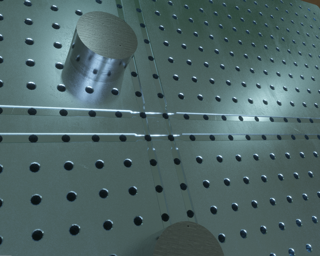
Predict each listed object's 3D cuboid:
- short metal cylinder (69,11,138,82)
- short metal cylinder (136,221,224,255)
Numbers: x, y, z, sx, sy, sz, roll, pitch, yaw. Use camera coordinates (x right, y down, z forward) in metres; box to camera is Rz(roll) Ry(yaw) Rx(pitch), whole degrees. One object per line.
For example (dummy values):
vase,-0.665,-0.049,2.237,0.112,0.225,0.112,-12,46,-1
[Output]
short metal cylinder,-0.077,-0.109,0.417,0.081,0.050,0.080,14,56,-21
short metal cylinder,0.020,0.141,0.316,0.081,0.050,0.080,14,56,-21
